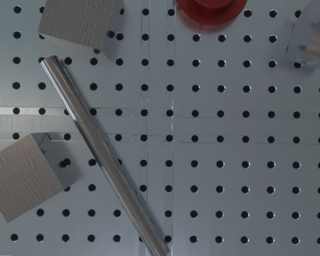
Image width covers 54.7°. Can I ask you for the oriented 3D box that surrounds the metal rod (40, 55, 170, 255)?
[{"bbox_3d":[-0.072,0.040,0.412,0.025,0.025,0.299,-30,90,0],"label":"metal rod"}]

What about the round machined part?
[{"bbox_3d":[0.068,-0.183,0.405,0.099,0.042,0.097,0,90,0],"label":"round machined part"}]

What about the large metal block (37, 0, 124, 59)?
[{"bbox_3d":[-0.099,-0.143,0.400,0.080,0.050,0.080,16,90,0],"label":"large metal block"}]

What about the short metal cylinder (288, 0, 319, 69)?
[{"bbox_3d":[0.203,-0.116,0.387,0.050,0.080,0.080,16,90,0],"label":"short metal cylinder"}]

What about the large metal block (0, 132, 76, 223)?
[{"bbox_3d":[-0.170,0.061,0.399,0.080,0.050,0.080,-31,90,0],"label":"large metal block"}]
